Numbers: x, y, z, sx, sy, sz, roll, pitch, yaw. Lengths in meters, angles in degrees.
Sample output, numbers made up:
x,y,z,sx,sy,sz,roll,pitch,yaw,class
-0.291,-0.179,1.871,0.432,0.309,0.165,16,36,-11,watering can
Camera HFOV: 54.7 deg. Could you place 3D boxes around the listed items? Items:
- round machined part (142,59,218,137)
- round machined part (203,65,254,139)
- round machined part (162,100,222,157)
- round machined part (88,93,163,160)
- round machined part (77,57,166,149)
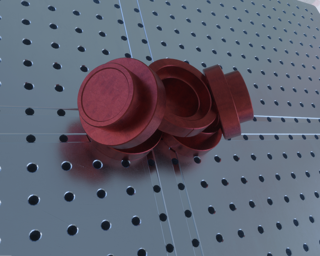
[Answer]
x,y,z,sx,sy,sz,roll,pitch,yaw,class
0.017,-0.032,0.372,0.099,0.042,0.098,14,56,-21,round machined part
0.091,-0.037,0.405,0.042,0.098,0.098,-18,65,8,round machined part
0.047,-0.013,0.432,0.099,0.042,0.098,14,56,-21,round machined part
-0.040,-0.013,0.384,0.099,0.042,0.098,14,56,-21,round machined part
-0.047,-0.029,0.326,0.042,0.098,0.098,28,39,-62,round machined part
